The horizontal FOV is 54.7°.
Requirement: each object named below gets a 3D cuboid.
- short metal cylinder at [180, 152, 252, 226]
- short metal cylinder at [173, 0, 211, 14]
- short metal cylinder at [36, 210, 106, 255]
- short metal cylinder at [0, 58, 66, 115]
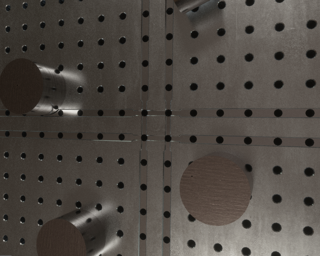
[{"bbox_3d":[0.069,0.071,0.374,0.080,0.050,0.079,0,90,19],"label":"short metal cylinder"},{"bbox_3d":[0.033,-0.186,0.371,0.050,0.080,0.080,-23,83,18],"label":"short metal cylinder"},{"bbox_3d":[-0.126,0.163,0.442,0.080,0.050,0.079,0,90,19],"label":"short metal cylinder"},{"bbox_3d":[-0.191,-0.060,0.465,0.080,0.050,0.079,0,90,20],"label":"short metal cylinder"}]
